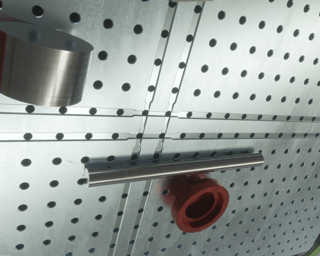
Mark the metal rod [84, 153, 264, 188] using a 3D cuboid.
[{"bbox_3d":[0.039,0.060,0.471,0.303,0.025,0.025,-2,119,-28],"label":"metal rod"}]

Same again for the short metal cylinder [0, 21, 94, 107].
[{"bbox_3d":[-0.106,-0.059,0.282,0.081,0.080,0.050,5,116,-31],"label":"short metal cylinder"}]

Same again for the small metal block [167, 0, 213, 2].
[{"bbox_3d":[0.032,-0.163,0.329,0.050,0.025,0.050,-11,123,-23],"label":"small metal block"}]

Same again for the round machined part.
[{"bbox_3d":[0.061,0.121,0.511,0.099,0.042,0.097,-14,125,-21],"label":"round machined part"}]
